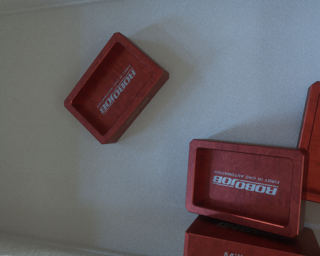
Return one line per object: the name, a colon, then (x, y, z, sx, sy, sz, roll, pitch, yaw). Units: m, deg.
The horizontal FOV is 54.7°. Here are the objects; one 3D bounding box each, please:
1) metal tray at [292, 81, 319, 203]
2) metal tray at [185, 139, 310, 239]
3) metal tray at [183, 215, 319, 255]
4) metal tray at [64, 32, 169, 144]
metal tray: (0.200, 0.020, 0.337, 0.090, 0.030, 0.129, 11, 94, 19)
metal tray: (0.095, 0.062, 0.355, 0.130, 0.030, 0.089, 5, 92, 35)
metal tray: (0.100, 0.127, 0.340, 0.130, 0.090, 0.030, 5, 92, 19)
metal tray: (-0.062, -0.053, 0.428, 0.090, 0.030, 0.130, 43, 103, 14)
